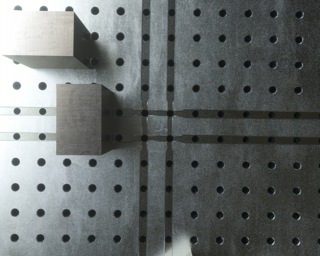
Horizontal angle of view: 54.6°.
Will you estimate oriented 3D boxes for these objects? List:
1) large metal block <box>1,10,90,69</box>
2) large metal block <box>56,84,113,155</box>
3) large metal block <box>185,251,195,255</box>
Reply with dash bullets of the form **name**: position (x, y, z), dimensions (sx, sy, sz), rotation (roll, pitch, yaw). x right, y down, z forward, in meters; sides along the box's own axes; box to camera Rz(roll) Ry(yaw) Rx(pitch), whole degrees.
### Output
- **large metal block**: position (-0.136, -0.106, 0.385), dimensions (0.080, 0.080, 0.050), rotation (1, 90, 0)
- **large metal block**: position (-0.090, -0.010, 0.385), dimensions (0.050, 0.080, 0.080), rotation (0, 90, 0)
- **large metal block**: position (0.036, 0.225, 0.401), dimensions (0.080, 0.050, 0.080), rotation (-38, 90, 0)
